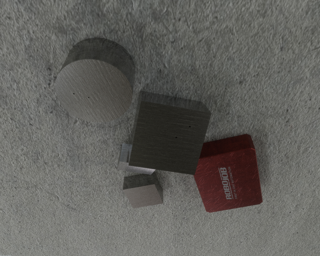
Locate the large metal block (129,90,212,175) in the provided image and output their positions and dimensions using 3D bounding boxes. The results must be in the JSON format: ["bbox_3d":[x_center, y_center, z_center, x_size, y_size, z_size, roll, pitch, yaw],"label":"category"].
[{"bbox_3d":[0.009,0.005,0.379,0.081,0.050,0.079,10,108,-9],"label":"large metal block"}]

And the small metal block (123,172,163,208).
[{"bbox_3d":[-0.026,0.099,0.491,0.050,0.025,0.050,-12,129,10],"label":"small metal block"}]

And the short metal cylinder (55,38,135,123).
[{"bbox_3d":[-0.069,-0.053,0.345,0.081,0.050,0.079,0,130,0],"label":"short metal cylinder"}]

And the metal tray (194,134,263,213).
[{"bbox_3d":[0.101,0.073,0.467,0.090,0.030,0.129,-13,129,10],"label":"metal tray"}]

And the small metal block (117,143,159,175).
[{"bbox_3d":[-0.031,0.044,0.431,0.050,0.025,0.050,10,158,-9],"label":"small metal block"}]
